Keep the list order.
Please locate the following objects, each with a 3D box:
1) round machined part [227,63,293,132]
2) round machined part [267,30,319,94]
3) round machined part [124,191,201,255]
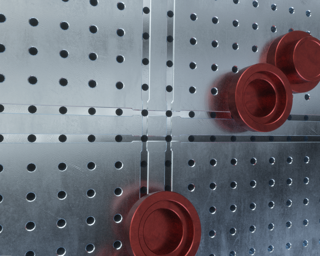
[{"bbox_3d":[0.141,-0.043,0.455,0.099,0.042,0.097,0,90,-20],"label":"round machined part"},{"bbox_3d":[0.220,-0.104,0.484,0.099,0.042,0.097,0,90,-20],"label":"round machined part"},{"bbox_3d":[0.000,0.131,0.395,0.099,0.042,0.098,7,74,-25],"label":"round machined part"}]
